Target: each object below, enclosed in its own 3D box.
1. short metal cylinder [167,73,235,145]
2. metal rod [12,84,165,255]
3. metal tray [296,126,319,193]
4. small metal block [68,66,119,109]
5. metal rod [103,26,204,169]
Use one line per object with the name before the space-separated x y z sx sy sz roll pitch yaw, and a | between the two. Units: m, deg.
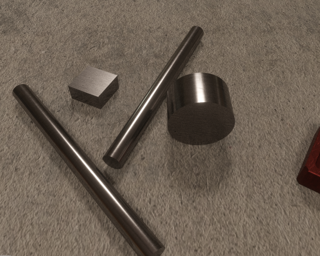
short metal cylinder | 0.049 -0.022 0.387 0.081 0.080 0.050 0 50 -1
metal rod | -0.102 0.036 0.371 0.025 0.025 0.300 -33 58 -25
metal tray | 0.239 0.053 0.358 0.130 0.030 0.090 26 54 20
small metal block | -0.096 -0.060 0.452 0.050 0.025 0.050 21 53 16
metal rod | 0.004 -0.064 0.456 0.025 0.025 0.301 19 52 15
